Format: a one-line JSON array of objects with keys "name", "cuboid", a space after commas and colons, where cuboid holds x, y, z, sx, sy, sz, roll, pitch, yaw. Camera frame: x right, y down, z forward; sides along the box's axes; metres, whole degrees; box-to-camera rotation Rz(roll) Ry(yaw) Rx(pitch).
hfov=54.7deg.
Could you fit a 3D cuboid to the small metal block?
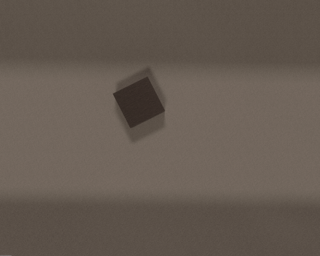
[{"name": "small metal block", "cuboid": [-0.027, -0.033, 0.411, 0.050, 0.025, 0.050, -27, 90, -1]}]
